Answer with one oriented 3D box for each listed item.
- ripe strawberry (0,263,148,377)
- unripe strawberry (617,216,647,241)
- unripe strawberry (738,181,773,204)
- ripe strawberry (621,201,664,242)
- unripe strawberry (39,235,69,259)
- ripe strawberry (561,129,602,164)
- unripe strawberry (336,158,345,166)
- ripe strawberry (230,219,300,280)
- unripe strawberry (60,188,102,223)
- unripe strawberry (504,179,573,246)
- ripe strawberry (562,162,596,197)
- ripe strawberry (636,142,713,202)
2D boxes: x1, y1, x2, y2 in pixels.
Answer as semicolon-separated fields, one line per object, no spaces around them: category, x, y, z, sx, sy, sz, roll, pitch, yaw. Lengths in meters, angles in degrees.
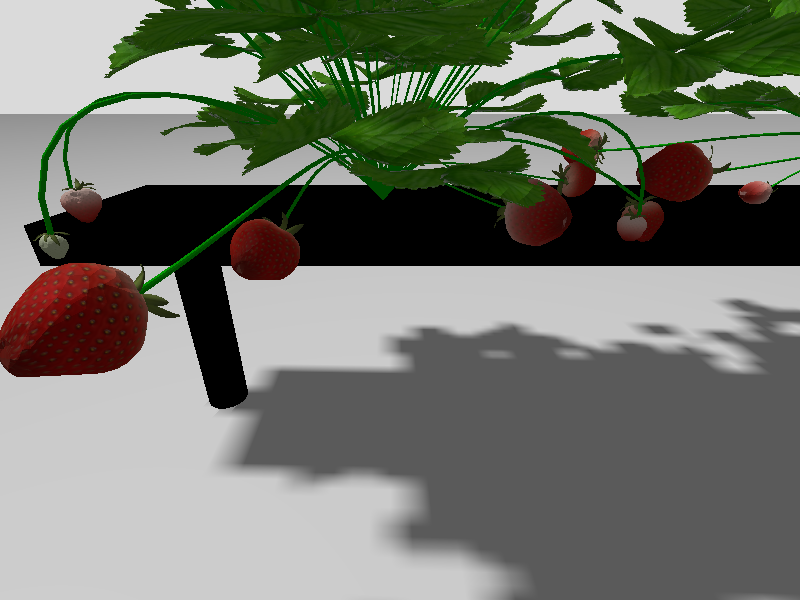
ripe strawberry;-0.097;0.008;0.119;0.034;0.036;0.037;8;28;16
unripe strawberry;0.132;-0.041;0.229;0.015;0.015;0.014;21;33;36
unripe strawberry;0.286;-0.087;0.324;0.019;0.019;0.021;-6;27;-6
ripe strawberry;0.146;-0.047;0.241;0.023;0.023;0.025;-9;16;40
unripe strawberry;-0.155;-0.024;0.180;0.011;0.011;0.010;19;32;34
ripe strawberry;0.224;-0.187;0.496;0.044;0.046;0.040;20;33;36
unripe strawberry;-0.071;-0.166;0.480;0.011;0.011;0.010;-9;28;-18
ripe strawberry;-0.063;-0.022;0.182;0.032;0.027;0.032;7;34;14
unripe strawberry;-0.219;-0.066;0.278;0.023;0.023;0.025;-9;28;-17
unripe strawberry;0.077;-0.048;0.225;0.033;0.038;0.036;-18;32;-32
ripe strawberry;0.155;-0.104;0.347;0.029;0.030;0.026;-1;26;-3
ripe strawberry;0.224;-0.106;0.330;0.052;0.045;0.052;-1;26;-1
